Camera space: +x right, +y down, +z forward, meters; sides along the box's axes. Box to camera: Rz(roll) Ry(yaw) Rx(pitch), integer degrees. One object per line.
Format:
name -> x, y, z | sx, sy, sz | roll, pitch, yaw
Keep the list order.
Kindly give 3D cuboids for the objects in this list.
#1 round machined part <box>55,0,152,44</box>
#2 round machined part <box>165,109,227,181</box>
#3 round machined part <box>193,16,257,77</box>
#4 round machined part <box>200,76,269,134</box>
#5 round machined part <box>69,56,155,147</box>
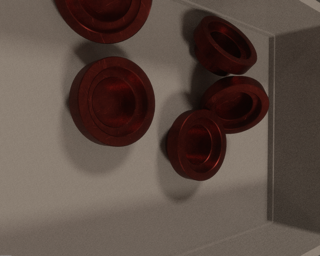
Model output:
round machined part -> -0.057, -0.143, 0.326 | 0.098, 0.098, 0.042 | 55, 20, -27
round machined part -> 0.047, 0.023, 0.437 | 0.099, 0.042, 0.097 | -1, 91, -40
round machined part -> 0.090, -0.115, 0.454 | 0.099, 0.042, 0.098 | 19, 48, -22
round machined part -> 0.109, -0.039, 0.465 | 0.098, 0.098, 0.042 | 37, 32, -34
round machined part -> -0.056, -0.029, 0.350 | 0.099, 0.042, 0.097 | 0, 90, -40
